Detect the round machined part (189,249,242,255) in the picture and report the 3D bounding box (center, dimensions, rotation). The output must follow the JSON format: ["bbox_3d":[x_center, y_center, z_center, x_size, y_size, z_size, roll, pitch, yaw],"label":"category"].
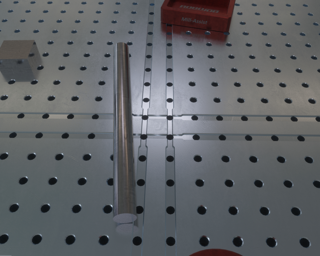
[{"bbox_3d":[0.050,0.159,0.263,0.099,0.042,0.098,0,50,0],"label":"round machined part"}]

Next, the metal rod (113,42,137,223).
[{"bbox_3d":[-0.051,-0.019,0.422,0.025,0.025,0.300,-4,50,-4],"label":"metal rod"}]

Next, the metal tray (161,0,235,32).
[{"bbox_3d":[0.075,-0.231,0.598,0.131,0.030,0.090,12,51,9],"label":"metal tray"}]

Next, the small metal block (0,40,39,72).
[{"bbox_3d":[-0.232,-0.118,0.505,0.050,0.025,0.050,-1,50,-1],"label":"small metal block"}]
